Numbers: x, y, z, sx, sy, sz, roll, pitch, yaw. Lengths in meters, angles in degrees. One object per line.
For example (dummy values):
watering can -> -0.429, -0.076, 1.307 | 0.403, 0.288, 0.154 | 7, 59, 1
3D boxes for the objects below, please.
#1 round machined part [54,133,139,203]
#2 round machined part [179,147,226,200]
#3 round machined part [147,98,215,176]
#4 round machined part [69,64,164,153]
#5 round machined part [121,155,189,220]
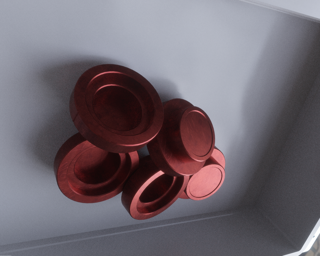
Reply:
round machined part -> -0.079, 0.040, 0.378 | 0.099, 0.042, 0.097 | -14, 125, -21
round machined part -> 0.060, 0.071, 0.474 | 0.099, 0.042, 0.097 | -14, 125, -21
round machined part -> 0.032, 0.010, 0.385 | 0.099, 0.042, 0.098 | 14, 70, -43
round machined part -> -0.049, -0.017, 0.336 | 0.099, 0.098, 0.042 | 2, 153, -30
round machined part -> -0.011, 0.074, 0.422 | 0.099, 0.042, 0.097 | -26, 139, -25
